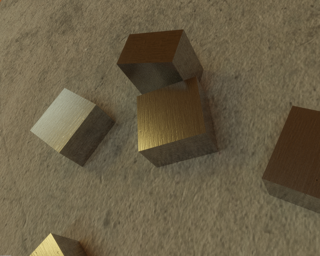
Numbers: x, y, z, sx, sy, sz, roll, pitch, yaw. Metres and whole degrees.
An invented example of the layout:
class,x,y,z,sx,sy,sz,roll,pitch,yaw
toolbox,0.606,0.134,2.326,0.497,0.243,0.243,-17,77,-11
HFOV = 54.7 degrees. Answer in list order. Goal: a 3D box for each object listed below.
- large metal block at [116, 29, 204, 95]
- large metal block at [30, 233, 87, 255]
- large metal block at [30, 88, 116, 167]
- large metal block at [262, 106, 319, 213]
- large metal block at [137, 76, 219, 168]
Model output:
class,x,y,z,sx,sy,sz,roll,pitch,yaw
large metal block,0.003,-0.082,0.416,0.080,0.080,0.050,5,64,30
large metal block,-0.114,0.178,0.337,0.080,0.050,0.080,-48,52,-6
large metal block,-0.127,-0.002,0.454,0.080,0.050,0.080,27,76,36
large metal block,0.152,0.034,0.287,0.080,0.050,0.080,18,71,34
large metal block,0.020,-0.006,0.380,0.080,0.050,0.080,-17,55,18
